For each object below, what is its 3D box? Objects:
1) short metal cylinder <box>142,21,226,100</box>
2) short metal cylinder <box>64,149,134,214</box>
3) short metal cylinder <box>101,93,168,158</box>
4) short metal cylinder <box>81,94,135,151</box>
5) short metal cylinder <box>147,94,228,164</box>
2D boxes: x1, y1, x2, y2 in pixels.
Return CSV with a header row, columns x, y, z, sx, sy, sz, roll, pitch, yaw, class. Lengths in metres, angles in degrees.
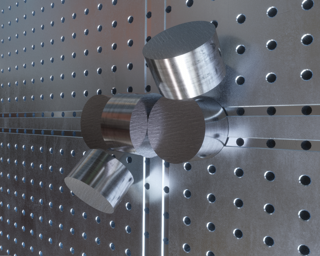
x,y,z,sx,sy,sz,roll,pitch,yaw,class
0.027,-0.075,0.341,0.080,0.080,0.050,11,139,39,short metal cylinder
-0.084,0.075,0.433,0.080,0.050,0.080,23,146,17,short metal cylinder
-0.028,-0.005,0.394,0.050,0.081,0.079,6,94,39,short metal cylinder
-0.069,-0.007,0.447,0.080,0.050,0.079,0,90,39,short metal cylinder
0.032,0.000,0.364,0.080,0.050,0.079,0,90,39,short metal cylinder
